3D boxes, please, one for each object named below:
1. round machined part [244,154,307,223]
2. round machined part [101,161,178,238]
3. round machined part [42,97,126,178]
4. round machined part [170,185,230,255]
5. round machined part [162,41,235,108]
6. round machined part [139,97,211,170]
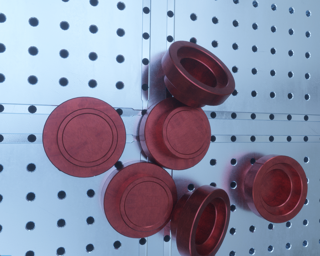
[{"bbox_3d":[0.167,0.088,0.465,0.099,0.042,0.097,0,90,-20],"label":"round machined part"},{"bbox_3d":[-0.022,0.092,0.395,0.099,0.042,0.097,0,90,-20],"label":"round machined part"},{"bbox_3d":[-0.088,0.011,0.371,0.099,0.042,0.097,0,90,-20],"label":"round machined part"},{"bbox_3d":[0.050,0.122,0.407,0.099,0.042,0.097,-15,110,-48],"label":"round machined part"},{"bbox_3d":[0.045,-0.065,0.402,0.099,0.042,0.098,20,42,-19],"label":"round machined part"},{"bbox_3d":[0.026,0.007,0.409,0.099,0.042,0.098,2,85,-23],"label":"round machined part"}]
